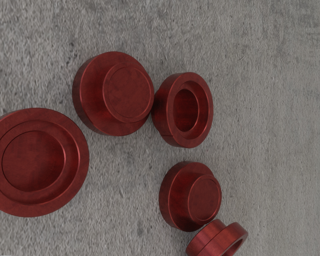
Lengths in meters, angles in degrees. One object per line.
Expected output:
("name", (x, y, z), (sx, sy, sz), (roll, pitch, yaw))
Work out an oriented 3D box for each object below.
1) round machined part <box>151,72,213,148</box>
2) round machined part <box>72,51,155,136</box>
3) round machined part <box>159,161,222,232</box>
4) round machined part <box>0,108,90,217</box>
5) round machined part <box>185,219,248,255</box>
("round machined part", (0.026, -0.023, 0.410), (0.099, 0.042, 0.097), (-3, 95, -47))
("round machined part", (-0.045, -0.039, 0.355), (0.099, 0.042, 0.097), (0, 90, -40))
("round machined part", (0.049, 0.097, 0.435), (0.099, 0.042, 0.097), (0, 90, -40))
("round machined part", (-0.121, 0.030, 0.292), (0.099, 0.042, 0.097), (0, 90, -40))
("round machined part", (0.075, 0.168, 0.436), (0.099, 0.042, 0.097), (-31, 146, -24))
